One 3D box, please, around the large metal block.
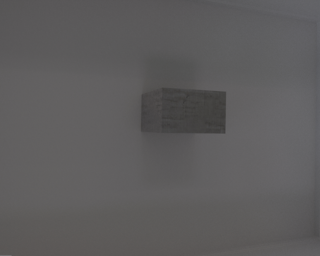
[{"bbox_3d":[0.027,-0.019,0.391,0.081,0.080,0.050,1,90,-20],"label":"large metal block"}]
